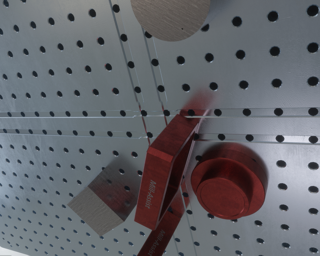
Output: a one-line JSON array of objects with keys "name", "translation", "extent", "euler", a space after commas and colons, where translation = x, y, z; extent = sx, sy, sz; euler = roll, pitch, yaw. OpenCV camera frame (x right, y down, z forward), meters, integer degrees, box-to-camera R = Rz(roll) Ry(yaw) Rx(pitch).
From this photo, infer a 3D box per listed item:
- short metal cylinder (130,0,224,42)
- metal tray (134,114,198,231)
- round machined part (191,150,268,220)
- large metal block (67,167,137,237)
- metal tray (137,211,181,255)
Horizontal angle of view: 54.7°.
[{"name": "short metal cylinder", "translation": [0.018, -0.131, 0.304], "extent": [0.080, 0.050, 0.079], "euler": [13, 124, 21]}, {"name": "metal tray", "translation": [0.008, 0.057, 0.400], "extent": [0.030, 0.090, 0.129], "euler": [22, 127, 15]}, {"name": "round machined part", "translation": [0.086, 0.080, 0.404], "extent": [0.098, 0.042, 0.097], "euler": [13, 124, 21]}, {"name": "large metal block", "translation": [-0.097, 0.126, 0.524], "extent": [0.080, 0.050, 0.080], "euler": [45, 129, -4]}, {"name": "metal tray", "translation": [-0.019, 0.198, 0.476], "extent": [0.030, 0.131, 0.089], "euler": [31, 128, 9]}]
